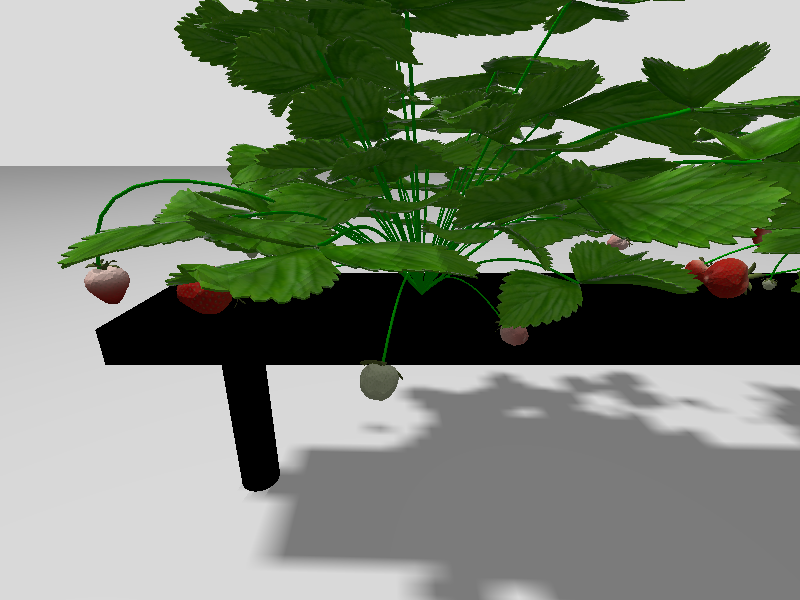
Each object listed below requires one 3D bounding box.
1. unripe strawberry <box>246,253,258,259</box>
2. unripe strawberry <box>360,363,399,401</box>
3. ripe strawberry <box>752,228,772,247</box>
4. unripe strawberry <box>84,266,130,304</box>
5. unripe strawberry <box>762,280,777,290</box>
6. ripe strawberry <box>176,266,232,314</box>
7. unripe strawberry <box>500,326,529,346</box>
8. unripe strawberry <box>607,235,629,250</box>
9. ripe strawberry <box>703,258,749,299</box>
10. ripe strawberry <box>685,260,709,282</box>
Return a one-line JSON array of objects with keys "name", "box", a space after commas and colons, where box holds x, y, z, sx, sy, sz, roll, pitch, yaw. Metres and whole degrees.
[{"name": "unripe strawberry", "box": [-0.177, -0.057, 0.477, 0.013, 0.015, 0.015, 12, 23, 29]}, {"name": "unripe strawberry", "box": [-0.011, 0.044, 0.211, 0.021, 0.019, 0.019, 4, -42, 10]}, {"name": "ripe strawberry", "box": [0.493, -0.087, 0.537, 0.032, 0.036, 0.035, 2, 20, 6]}, {"name": "unripe strawberry", "box": [-0.240, -0.012, 0.330, 0.030, 0.031, 0.029, -3, 21, -7]}, {"name": "unripe strawberry", "box": [0.327, -0.013, 0.355, 0.010, 0.010, 0.009, -2, 20, -5]}, {"name": "ripe strawberry", "box": [-0.156, -0.008, 0.322, 0.042, 0.036, 0.042, -6, 21, -13]}, {"name": "unripe strawberry", "box": [0.077, 0.022, 0.268, 0.017, 0.020, 0.019, -10, 28, -26]}, {"name": "unripe strawberry", "box": [0.287, -0.077, 0.528, 0.028, 0.025, 0.026, -20, 8, -43]}, {"name": "ripe strawberry", "box": [0.289, -0.019, 0.357, 0.034, 0.035, 0.031, -1, 20, -2]}, {"name": "ripe strawberry", "box": [0.290, -0.026, 0.392, 0.024, 0.023, 0.022, 36, 21, -5]}]
